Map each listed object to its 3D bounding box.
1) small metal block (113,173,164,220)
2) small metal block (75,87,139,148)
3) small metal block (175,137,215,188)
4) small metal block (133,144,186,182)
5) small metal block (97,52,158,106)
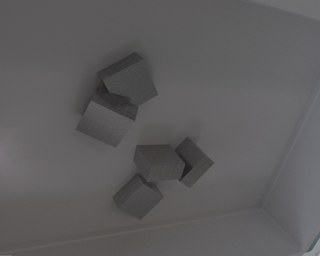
[{"bbox_3d":[-0.031,0.101,0.454,0.050,0.025,0.050,-45,129,3],"label":"small metal block"},{"bbox_3d":[-0.059,-0.011,0.347,0.050,0.025,0.050,26,131,-16],"label":"small metal block"},{"bbox_3d":[0.041,0.049,0.445,0.050,0.050,0.025,-46,129,4],"label":"small metal block"},{"bbox_3d":[-0.002,0.046,0.420,0.050,0.050,0.025,0,119,-29],"label":"small metal block"},{"bbox_3d":[-0.036,-0.051,0.357,0.050,0.025,0.050,-30,129,-9],"label":"small metal block"}]
